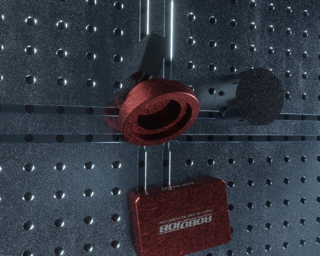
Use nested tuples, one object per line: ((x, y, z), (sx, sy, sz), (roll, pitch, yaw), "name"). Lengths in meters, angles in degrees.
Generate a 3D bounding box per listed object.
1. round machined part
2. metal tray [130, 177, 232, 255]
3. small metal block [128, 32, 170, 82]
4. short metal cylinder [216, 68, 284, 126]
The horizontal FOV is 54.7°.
((-0.004, -0.023, 0.384), (0.099, 0.097, 0.042), (-11, 54, -20), "round machined part")
((0.030, 0.123, 0.423), (0.131, 0.030, 0.089), (-7, 93, -20), "metal tray")
((-0.015, -0.088, 0.394), (0.025, 0.050, 0.050), (18, 84, -20), "small metal block")
((0.130, -0.043, 0.449), (0.081, 0.050, 0.079), (0, 90, -20), "short metal cylinder")
